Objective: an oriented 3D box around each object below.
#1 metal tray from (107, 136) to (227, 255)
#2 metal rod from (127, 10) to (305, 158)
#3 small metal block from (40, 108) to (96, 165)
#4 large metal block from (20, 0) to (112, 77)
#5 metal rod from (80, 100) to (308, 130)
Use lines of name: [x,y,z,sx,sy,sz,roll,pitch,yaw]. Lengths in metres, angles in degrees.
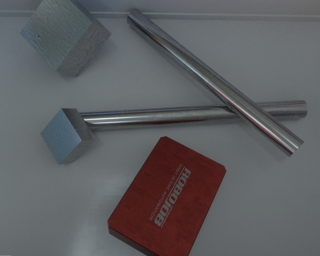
metal tray: [0.011,0.082,0.361,0.090,0.030,0.130,27,58,9]
metal rod: [0.060,-0.072,0.417,0.025,0.025,0.300,-41,68,-14]
small metal block: [-0.117,0.010,0.391,0.050,0.025,0.050,-43,73,23]
large metal block: [-0.129,-0.130,0.426,0.080,0.050,0.080,46,103,14]
metal rod: [0.044,-0.017,0.416,0.302,0.025,0.025,-3,70,-2]
